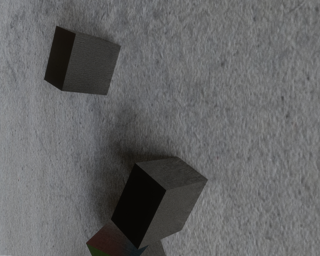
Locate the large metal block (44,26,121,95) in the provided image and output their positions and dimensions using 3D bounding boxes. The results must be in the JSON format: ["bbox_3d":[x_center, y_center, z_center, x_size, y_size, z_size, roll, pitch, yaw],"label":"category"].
[{"bbox_3d":[-0.115,-0.097,0.461,0.050,0.081,0.079,30,109,35],"label":"large metal block"}]

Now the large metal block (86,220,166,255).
[{"bbox_3d":[-0.038,0.171,0.397,0.080,0.050,0.080,6,122,39],"label":"large metal block"}]

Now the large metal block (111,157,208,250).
[{"bbox_3d":[0.000,0.085,0.367,0.050,0.081,0.079,36,112,34],"label":"large metal block"}]
